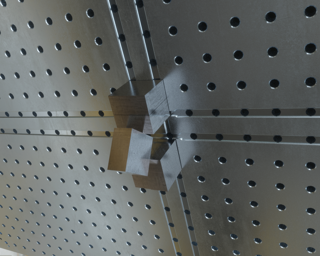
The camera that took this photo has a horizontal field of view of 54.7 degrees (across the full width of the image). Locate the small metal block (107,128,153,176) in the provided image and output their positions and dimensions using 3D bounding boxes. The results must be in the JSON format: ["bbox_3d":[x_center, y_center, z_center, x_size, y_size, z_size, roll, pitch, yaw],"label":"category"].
[{"bbox_3d":[-0.035,0.030,0.377,0.025,0.050,0.050,1,77,28],"label":"small metal block"}]

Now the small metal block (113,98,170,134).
[{"bbox_3d":[-0.022,-0.016,0.394,0.050,0.050,0.025,2,119,27],"label":"small metal block"}]

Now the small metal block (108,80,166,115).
[{"bbox_3d":[-0.027,-0.038,0.383,0.050,0.050,0.025,2,119,27],"label":"small metal block"}]

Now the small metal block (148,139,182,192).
[{"bbox_3d":[0.005,0.050,0.420,0.025,0.050,0.050,1,119,27],"label":"small metal block"}]

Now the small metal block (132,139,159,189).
[{"bbox_3d":[-0.017,0.049,0.433,0.025,0.050,0.050,1,119,27],"label":"small metal block"}]
